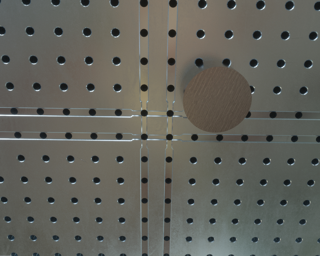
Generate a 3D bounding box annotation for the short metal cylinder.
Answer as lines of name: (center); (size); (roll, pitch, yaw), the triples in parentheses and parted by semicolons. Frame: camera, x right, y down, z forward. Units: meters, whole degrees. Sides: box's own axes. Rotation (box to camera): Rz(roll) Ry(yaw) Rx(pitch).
short metal cylinder: (0.067, -0.040, 0.386); (0.080, 0.050, 0.079); (0, 110, 0)
